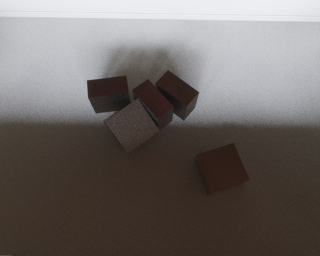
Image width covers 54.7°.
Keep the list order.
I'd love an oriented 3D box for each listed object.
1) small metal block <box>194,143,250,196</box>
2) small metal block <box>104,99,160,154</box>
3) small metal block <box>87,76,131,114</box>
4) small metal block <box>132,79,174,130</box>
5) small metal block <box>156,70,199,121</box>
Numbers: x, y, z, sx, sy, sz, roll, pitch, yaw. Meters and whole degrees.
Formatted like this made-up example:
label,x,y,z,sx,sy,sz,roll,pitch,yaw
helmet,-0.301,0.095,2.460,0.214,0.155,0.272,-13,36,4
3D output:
label,x,y,z,sx,sy,sz,roll,pitch,yaw
small metal block,0.077,0.052,0.392,0.050,0.025,0.050,-17,71,-7
small metal block,-0.037,-0.003,0.400,0.050,0.025,0.050,-36,100,-12
small metal block,-0.066,-0.043,0.411,0.050,0.050,0.025,-8,70,-3
small metal block,-0.009,-0.028,0.407,0.025,0.050,0.050,-38,75,-13
small metal block,0.022,-0.042,0.412,0.050,0.050,0.025,38,74,12
